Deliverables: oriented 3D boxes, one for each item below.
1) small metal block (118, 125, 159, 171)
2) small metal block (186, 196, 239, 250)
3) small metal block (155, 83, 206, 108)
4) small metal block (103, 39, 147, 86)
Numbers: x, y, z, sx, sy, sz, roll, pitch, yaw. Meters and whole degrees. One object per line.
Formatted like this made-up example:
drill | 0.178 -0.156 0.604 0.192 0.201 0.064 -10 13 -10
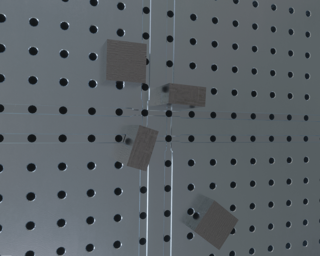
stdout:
small metal block | -0.028 0.024 0.389 0.025 0.050 0.050 19 84 -19
small metal block | 0.074 0.134 0.440 0.050 0.025 0.050 41 77 -16
small metal block | 0.026 -0.041 0.409 0.050 0.050 0.025 4 89 -20
small metal block | -0.045 -0.082 0.396 0.050 0.025 0.050 2 90 -20
